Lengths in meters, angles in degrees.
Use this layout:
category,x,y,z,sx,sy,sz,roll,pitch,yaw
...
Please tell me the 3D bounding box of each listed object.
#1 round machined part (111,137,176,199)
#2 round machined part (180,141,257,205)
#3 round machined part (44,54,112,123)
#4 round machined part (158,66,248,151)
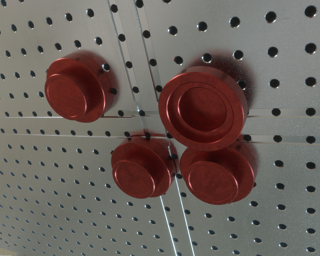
category,x,y,z,sx,sy,sz,roll,pitch,yaw
round machined part,-0.030,0.065,0.455,0.098,0.042,0.097,13,124,20
round machined part,0.071,0.060,0.399,0.098,0.042,0.097,13,124,20
round machined part,-0.119,-0.049,0.430,0.098,0.042,0.097,13,124,20
round machined part,0.051,-0.025,0.357,0.098,0.042,0.097,13,124,20
